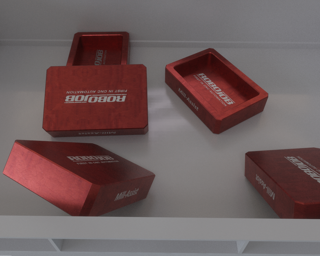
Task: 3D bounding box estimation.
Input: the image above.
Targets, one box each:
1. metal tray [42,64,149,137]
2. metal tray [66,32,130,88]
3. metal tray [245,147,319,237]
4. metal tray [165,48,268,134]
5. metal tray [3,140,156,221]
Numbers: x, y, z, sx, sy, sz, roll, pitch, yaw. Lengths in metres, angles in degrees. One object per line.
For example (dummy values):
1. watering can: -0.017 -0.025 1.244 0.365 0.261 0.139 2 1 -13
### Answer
1. metal tray: -0.082 -0.036 0.410 0.131 0.030 0.090 -2 73 -2
2. metal tray: -0.095 -0.102 0.486 0.091 0.030 0.130 -1 50 -1
3. metal tray: 0.149 0.055 0.310 0.091 0.030 0.130 -3 14 -3
4. metal tray: 0.078 -0.059 0.451 0.091 0.030 0.130 -25 55 -20
5. metal tray: -0.069 0.045 0.305 0.090 0.130 0.030 24 94 19
